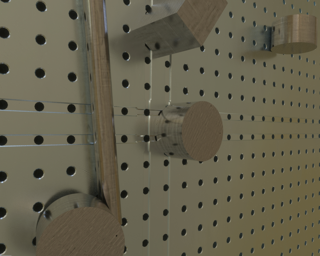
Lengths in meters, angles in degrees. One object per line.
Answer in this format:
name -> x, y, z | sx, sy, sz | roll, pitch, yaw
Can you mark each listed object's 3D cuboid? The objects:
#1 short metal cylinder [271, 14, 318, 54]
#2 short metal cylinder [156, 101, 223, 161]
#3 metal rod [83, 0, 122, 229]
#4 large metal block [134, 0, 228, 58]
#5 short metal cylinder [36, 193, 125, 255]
short metal cylinder -> 0.252, -0.174, 0.584 | 0.081, 0.080, 0.050 | 4, 88, -40
short metal cylinder -> 0.042, 0.004, 0.428 | 0.081, 0.050, 0.080 | 0, 91, -40
metal rod -> -0.067, -0.036, 0.352 | 0.025, 0.025, 0.298 | -7, 94, -40
large metal block -> 0.026, -0.142, 0.395 | 0.050, 0.080, 0.080 | 45, 63, -31
short metal cylinder -> -0.081, 0.111, 0.310 | 0.081, 0.050, 0.079 | -1, 93, -22
